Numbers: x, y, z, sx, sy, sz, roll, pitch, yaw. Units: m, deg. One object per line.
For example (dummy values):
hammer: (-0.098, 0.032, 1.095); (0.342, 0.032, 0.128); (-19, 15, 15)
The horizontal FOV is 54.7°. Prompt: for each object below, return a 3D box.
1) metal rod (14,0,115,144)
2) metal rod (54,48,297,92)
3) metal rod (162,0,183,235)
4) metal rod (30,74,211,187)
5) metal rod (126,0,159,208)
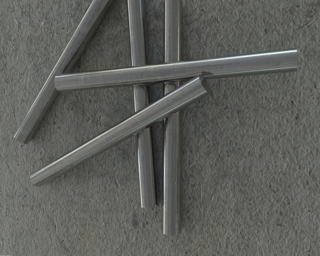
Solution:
metal rod: (-0.133, -0.103, 0.455); (0.025, 0.025, 0.299); (38, 102, 16)
metal rod: (0.003, -0.067, 0.379); (0.301, 0.025, 0.025); (-2, 89, 19)
metal rod: (0.016, -0.014, 0.403); (0.025, 0.025, 0.298); (0, 90, 20)
metal rod: (-0.069, 0.015, 0.412); (0.300, 0.025, 0.025); (-28, 81, 25)
metal rod: (-0.024, -0.045, 0.417); (0.025, 0.025, 0.298); (-4, 89, 20)
